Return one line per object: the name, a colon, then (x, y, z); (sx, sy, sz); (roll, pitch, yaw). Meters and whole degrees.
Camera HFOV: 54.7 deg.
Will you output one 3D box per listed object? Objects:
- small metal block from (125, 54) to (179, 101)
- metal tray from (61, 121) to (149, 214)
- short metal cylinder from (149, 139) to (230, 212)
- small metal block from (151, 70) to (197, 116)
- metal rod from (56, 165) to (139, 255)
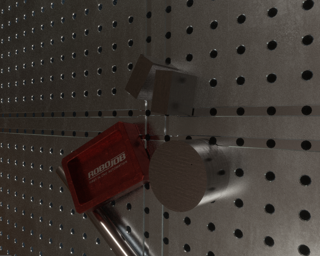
small metal block: (-0.010, -0.063, 0.400); (0.025, 0.050, 0.050); (41, 115, 32)
metal tray: (-0.080, 0.059, 0.453); (0.130, 0.030, 0.090); (-31, 70, 23)
short metal cylinder: (0.034, 0.053, 0.364); (0.080, 0.050, 0.079); (0, 90, 39)
small metal block: (0.018, -0.042, 0.377); (0.025, 0.050, 0.050); (13, 98, 39)
metal rod: (-0.077, 0.157, 0.469); (0.300, 0.025, 0.025); (41, 115, 32)
